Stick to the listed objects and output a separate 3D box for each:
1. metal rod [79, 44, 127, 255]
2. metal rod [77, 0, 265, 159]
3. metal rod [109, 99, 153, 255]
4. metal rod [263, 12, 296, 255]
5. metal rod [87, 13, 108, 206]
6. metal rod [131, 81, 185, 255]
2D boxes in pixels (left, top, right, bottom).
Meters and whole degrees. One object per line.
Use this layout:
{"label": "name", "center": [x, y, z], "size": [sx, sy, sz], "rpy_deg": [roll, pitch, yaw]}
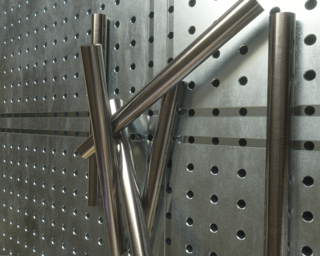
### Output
{"label": "metal rod", "center": [-0.071, 0.043, 0.411], "size": [0.025, 0.025, 0.298], "rpy_deg": [14, 117, 39]}
{"label": "metal rod", "center": [-0.007, -0.046, 0.380], "size": [0.299, 0.025, 0.025], "rpy_deg": [-38, 67, 29]}
{"label": "metal rod", "center": [-0.036, 0.096, 0.408], "size": [0.025, 0.025, 0.299], "rpy_deg": [-31, 61, 36]}
{"label": "metal rod", "center": [0.119, 0.038, 0.311], "size": [0.025, 0.025, 0.298], "rpy_deg": [2, 91, 40]}
{"label": "metal rod", "center": [-0.099, -0.027, 0.492], "size": [0.025, 0.025, 0.298], "rpy_deg": [3, 92, 40]}
{"label": "metal rod", "center": [-0.009, 0.083, 0.417], "size": [0.025, 0.025, 0.298], "rpy_deg": [19, 102, 38]}
